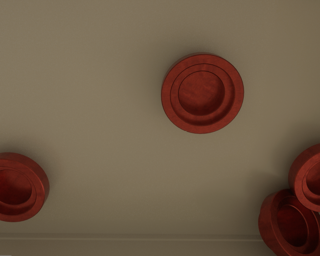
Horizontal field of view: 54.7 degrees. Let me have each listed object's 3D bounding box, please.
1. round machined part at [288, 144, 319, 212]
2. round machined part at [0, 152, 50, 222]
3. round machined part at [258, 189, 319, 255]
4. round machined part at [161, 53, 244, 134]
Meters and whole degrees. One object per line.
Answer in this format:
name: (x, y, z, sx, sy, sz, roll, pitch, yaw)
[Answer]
round machined part: (0.226, 0.064, 0.427, 0.099, 0.042, 0.097, 0, 110, 0)
round machined part: (-0.202, 0.077, 0.429, 0.099, 0.042, 0.097, 0, 110, 0)
round machined part: (0.179, 0.139, 0.435, 0.098, 0.098, 0.042, 31, 144, -11)
round machined part: (0.050, -0.045, 0.386, 0.099, 0.042, 0.097, 0, 110, 0)
